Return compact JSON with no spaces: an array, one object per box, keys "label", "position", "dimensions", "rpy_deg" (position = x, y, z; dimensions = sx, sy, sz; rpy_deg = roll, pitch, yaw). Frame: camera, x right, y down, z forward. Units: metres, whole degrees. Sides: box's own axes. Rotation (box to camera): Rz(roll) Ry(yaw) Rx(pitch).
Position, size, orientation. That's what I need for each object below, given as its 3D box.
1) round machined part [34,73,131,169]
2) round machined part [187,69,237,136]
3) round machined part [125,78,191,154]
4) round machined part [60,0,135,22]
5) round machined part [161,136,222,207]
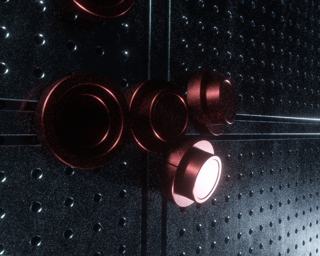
[{"label":"round machined part","position":[-0.084,-0.007,0.329],"dimensions":[0.099,0.042,0.097],"rpy_deg":[0,90,-40]},{"label":"round machined part","position":[0.080,-0.038,0.450],"dimensions":[0.098,0.042,0.097],"rpy_deg":[14,73,-56]},{"label":"round machined part","position":[0.001,-0.016,0.401],"dimensions":[0.099,0.042,0.097],"rpy_deg":[0,90,-40]},{"label":"round machined part","position":[-0.076,-0.164,0.335],"dimensions":[0.099,0.042,0.097],"rpy_deg":[0,90,-40]},{"label":"round machined part","position":[0.048,0.063,0.422],"dimensions":[0.099,0.042,0.097],"rpy_deg":[-26,125,-44]}]
